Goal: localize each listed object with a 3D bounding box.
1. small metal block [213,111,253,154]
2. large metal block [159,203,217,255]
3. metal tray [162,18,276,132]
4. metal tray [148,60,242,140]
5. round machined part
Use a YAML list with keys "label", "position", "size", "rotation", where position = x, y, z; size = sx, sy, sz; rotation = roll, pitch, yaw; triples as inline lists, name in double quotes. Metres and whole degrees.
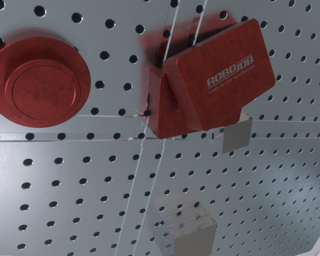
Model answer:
- label: "small metal block"
  position: [0.111, 0.007, 0.477]
  size: [0.050, 0.025, 0.050]
  rotation: [-15, 125, -20]
- label: "large metal block"
  position: [0.046, 0.188, 0.537]
  size: [0.081, 0.050, 0.079]
  rotation: [-11, 123, -23]
- label: "metal tray"
  position: [0.076, -0.065, 0.374]
  size: [0.131, 0.030, 0.090]
  rotation: [-32, 110, -23]
- label: "metal tray"
  position: [0.051, -0.041, 0.411]
  size: [0.131, 0.030, 0.089]
  rotation: [-11, 123, -23]
- label: "round machined part"
  position: [-0.118, -0.042, 0.310]
  size: [0.099, 0.042, 0.097]
  rotation: [-14, 124, -21]
